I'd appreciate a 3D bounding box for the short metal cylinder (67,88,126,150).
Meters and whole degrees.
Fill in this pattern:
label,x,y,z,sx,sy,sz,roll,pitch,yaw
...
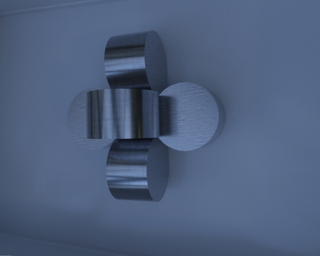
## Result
label,x,y,z,sx,sy,sz,roll,pitch,yaw
short metal cylinder,-0.077,-0.012,0.423,0.080,0.050,0.080,0,90,20

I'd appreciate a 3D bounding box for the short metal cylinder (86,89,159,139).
label,x,y,z,sx,sy,sz,roll,pitch,yaw
short metal cylinder,-0.041,-0.014,0.347,0.080,0.080,0.050,-1,90,20

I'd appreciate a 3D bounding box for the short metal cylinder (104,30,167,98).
label,x,y,z,sx,sy,sz,roll,pitch,yaw
short metal cylinder,-0.027,-0.078,0.389,0.050,0.080,0.080,-2,90,19

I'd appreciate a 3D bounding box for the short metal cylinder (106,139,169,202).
label,x,y,z,sx,sy,sz,roll,pitch,yaw
short metal cylinder,-0.025,0.050,0.388,0.050,0.080,0.080,-2,90,19

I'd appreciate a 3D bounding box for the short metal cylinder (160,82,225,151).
label,x,y,z,sx,sy,sz,roll,pitch,yaw
short metal cylinder,0.036,-0.013,0.382,0.080,0.050,0.080,0,90,20
